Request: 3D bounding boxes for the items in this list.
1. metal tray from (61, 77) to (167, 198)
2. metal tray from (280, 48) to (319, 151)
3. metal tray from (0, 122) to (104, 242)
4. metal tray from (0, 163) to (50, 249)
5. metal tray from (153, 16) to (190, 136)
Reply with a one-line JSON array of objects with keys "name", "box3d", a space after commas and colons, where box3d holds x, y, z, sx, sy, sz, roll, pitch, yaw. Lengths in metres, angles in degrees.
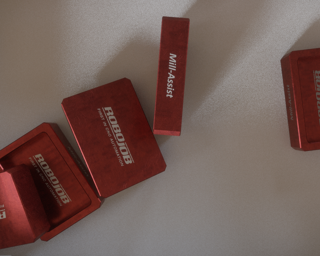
[{"name": "metal tray", "box3d": [-0.058, 0.011, 0.396, 0.091, 0.030, 0.129, -23, 90, -17]}, {"name": "metal tray", "box3d": [0.217, -0.039, 0.410, 0.091, 0.030, 0.129, -7, 90, 0]}, {"name": "metal tray", "box3d": [-0.146, 0.068, 0.407, 0.090, 0.030, 0.130, -33, 90, 0]}, {"name": "metal tray", "box3d": [-0.212, 0.104, 0.385, 0.130, 0.030, 0.090, -16, 95, 17]}, {"name": "metal tray", "box3d": [0.012, -0.057, 0.378, 0.030, 0.090, 0.129, 5, 90, 0]}]
